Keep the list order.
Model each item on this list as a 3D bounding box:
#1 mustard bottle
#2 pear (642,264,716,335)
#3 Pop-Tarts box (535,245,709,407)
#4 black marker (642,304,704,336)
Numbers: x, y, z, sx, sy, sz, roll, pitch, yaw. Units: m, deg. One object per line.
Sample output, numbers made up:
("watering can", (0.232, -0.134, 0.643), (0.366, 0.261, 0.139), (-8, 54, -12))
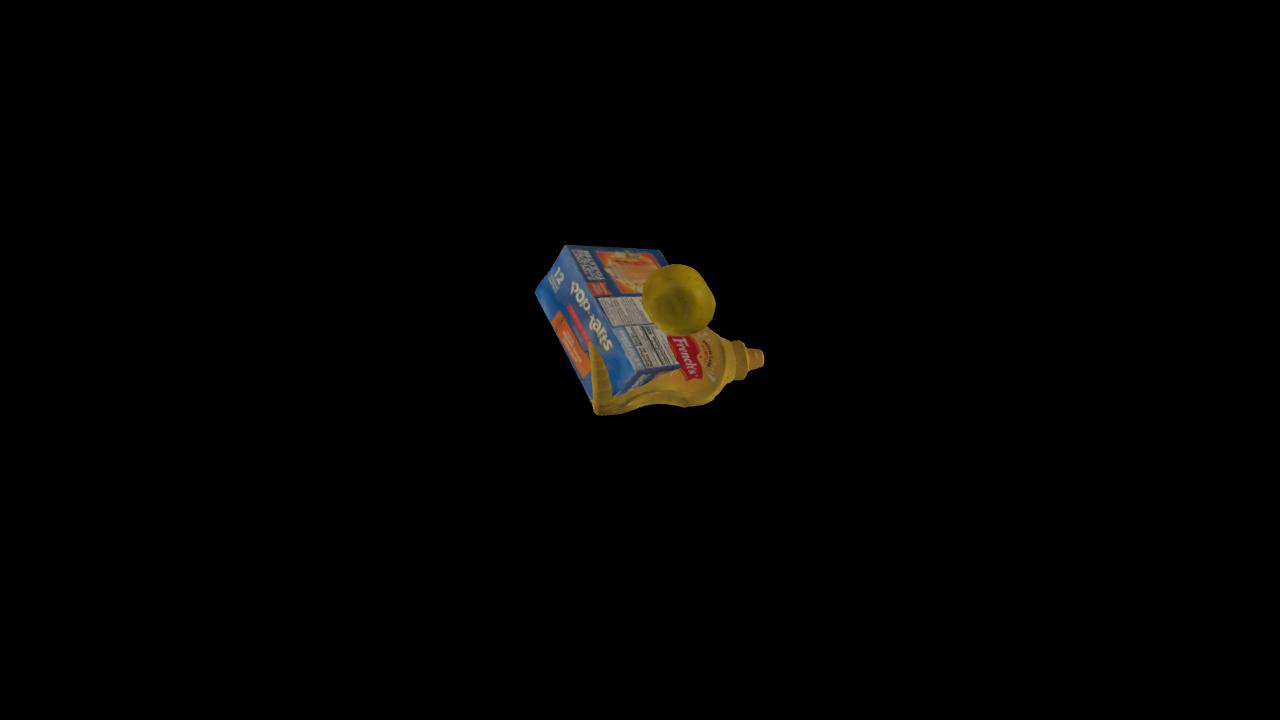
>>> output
("mustard bottle", (0.039, 0.005, 0.636), (0.184, 0.092, 0.054), (-4, -31, -8))
("pear", (0.047, -0.066, 0.662), (0.080, 0.080, 0.111), (0, 14, 20))
("Pop-Tarts box", (-0.010, -0.037, 0.672), (0.141, 0.167, 0.083), (-7, -33, -43))
("black marker", (0.025, -0.034, 0.687), (0.020, 0.121, 0.020), (-24, -29, -14))
